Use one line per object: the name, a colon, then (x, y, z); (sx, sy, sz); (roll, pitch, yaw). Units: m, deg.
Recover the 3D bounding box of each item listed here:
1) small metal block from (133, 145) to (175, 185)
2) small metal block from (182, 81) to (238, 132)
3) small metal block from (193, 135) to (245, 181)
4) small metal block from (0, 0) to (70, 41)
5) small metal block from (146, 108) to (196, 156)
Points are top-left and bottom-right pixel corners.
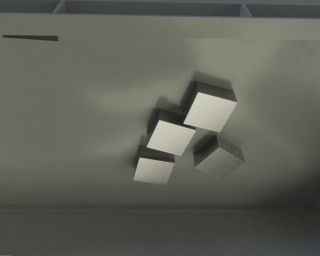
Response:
small metal block: (-0.009, 0.055, 0.456); (0.050, 0.025, 0.050); (10, 130, -9)
small metal block: (0.061, -0.026, 0.388); (0.050, 0.025, 0.050); (13, 129, -12)
small metal block: (0.085, 0.044, 0.448); (0.050, 0.025, 0.050); (29, 124, -23)
small metal block: (-0.119, -0.108, 0.299); (0.050, 0.050, 0.025); (3, 130, -3)
small metal block: (0.014, 0.006, 0.415); (0.050, 0.025, 0.050); (15, 128, -13)
